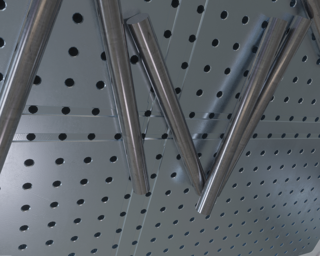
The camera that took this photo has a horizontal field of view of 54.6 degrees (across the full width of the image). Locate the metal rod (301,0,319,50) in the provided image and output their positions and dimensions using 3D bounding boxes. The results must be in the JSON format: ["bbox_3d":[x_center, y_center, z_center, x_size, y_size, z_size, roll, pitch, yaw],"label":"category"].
[{"bbox_3d":[0.198,-0.177,0.408,0.025,0.025,0.301,-45,129,3],"label":"metal rod"}]

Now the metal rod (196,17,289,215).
[{"bbox_3d":[0.113,-0.006,0.449,0.025,0.025,0.298,8,109,-32],"label":"metal rod"}]

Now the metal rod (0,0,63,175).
[{"bbox_3d":[-0.148,-0.028,0.312,0.025,0.025,0.298,15,110,-35],"label":"metal rod"}]

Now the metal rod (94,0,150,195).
[{"bbox_3d":[-0.041,-0.035,0.366,0.025,0.025,0.298,-19,126,-17],"label":"metal rod"}]

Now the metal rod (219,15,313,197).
[{"bbox_3d":[0.143,-0.020,0.475,0.025,0.025,0.298,9,114,-32],"label":"metal rod"}]

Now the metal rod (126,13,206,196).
[{"bbox_3d":[0.023,-0.007,0.418,0.025,0.025,0.299,-30,129,-9],"label":"metal rod"}]
